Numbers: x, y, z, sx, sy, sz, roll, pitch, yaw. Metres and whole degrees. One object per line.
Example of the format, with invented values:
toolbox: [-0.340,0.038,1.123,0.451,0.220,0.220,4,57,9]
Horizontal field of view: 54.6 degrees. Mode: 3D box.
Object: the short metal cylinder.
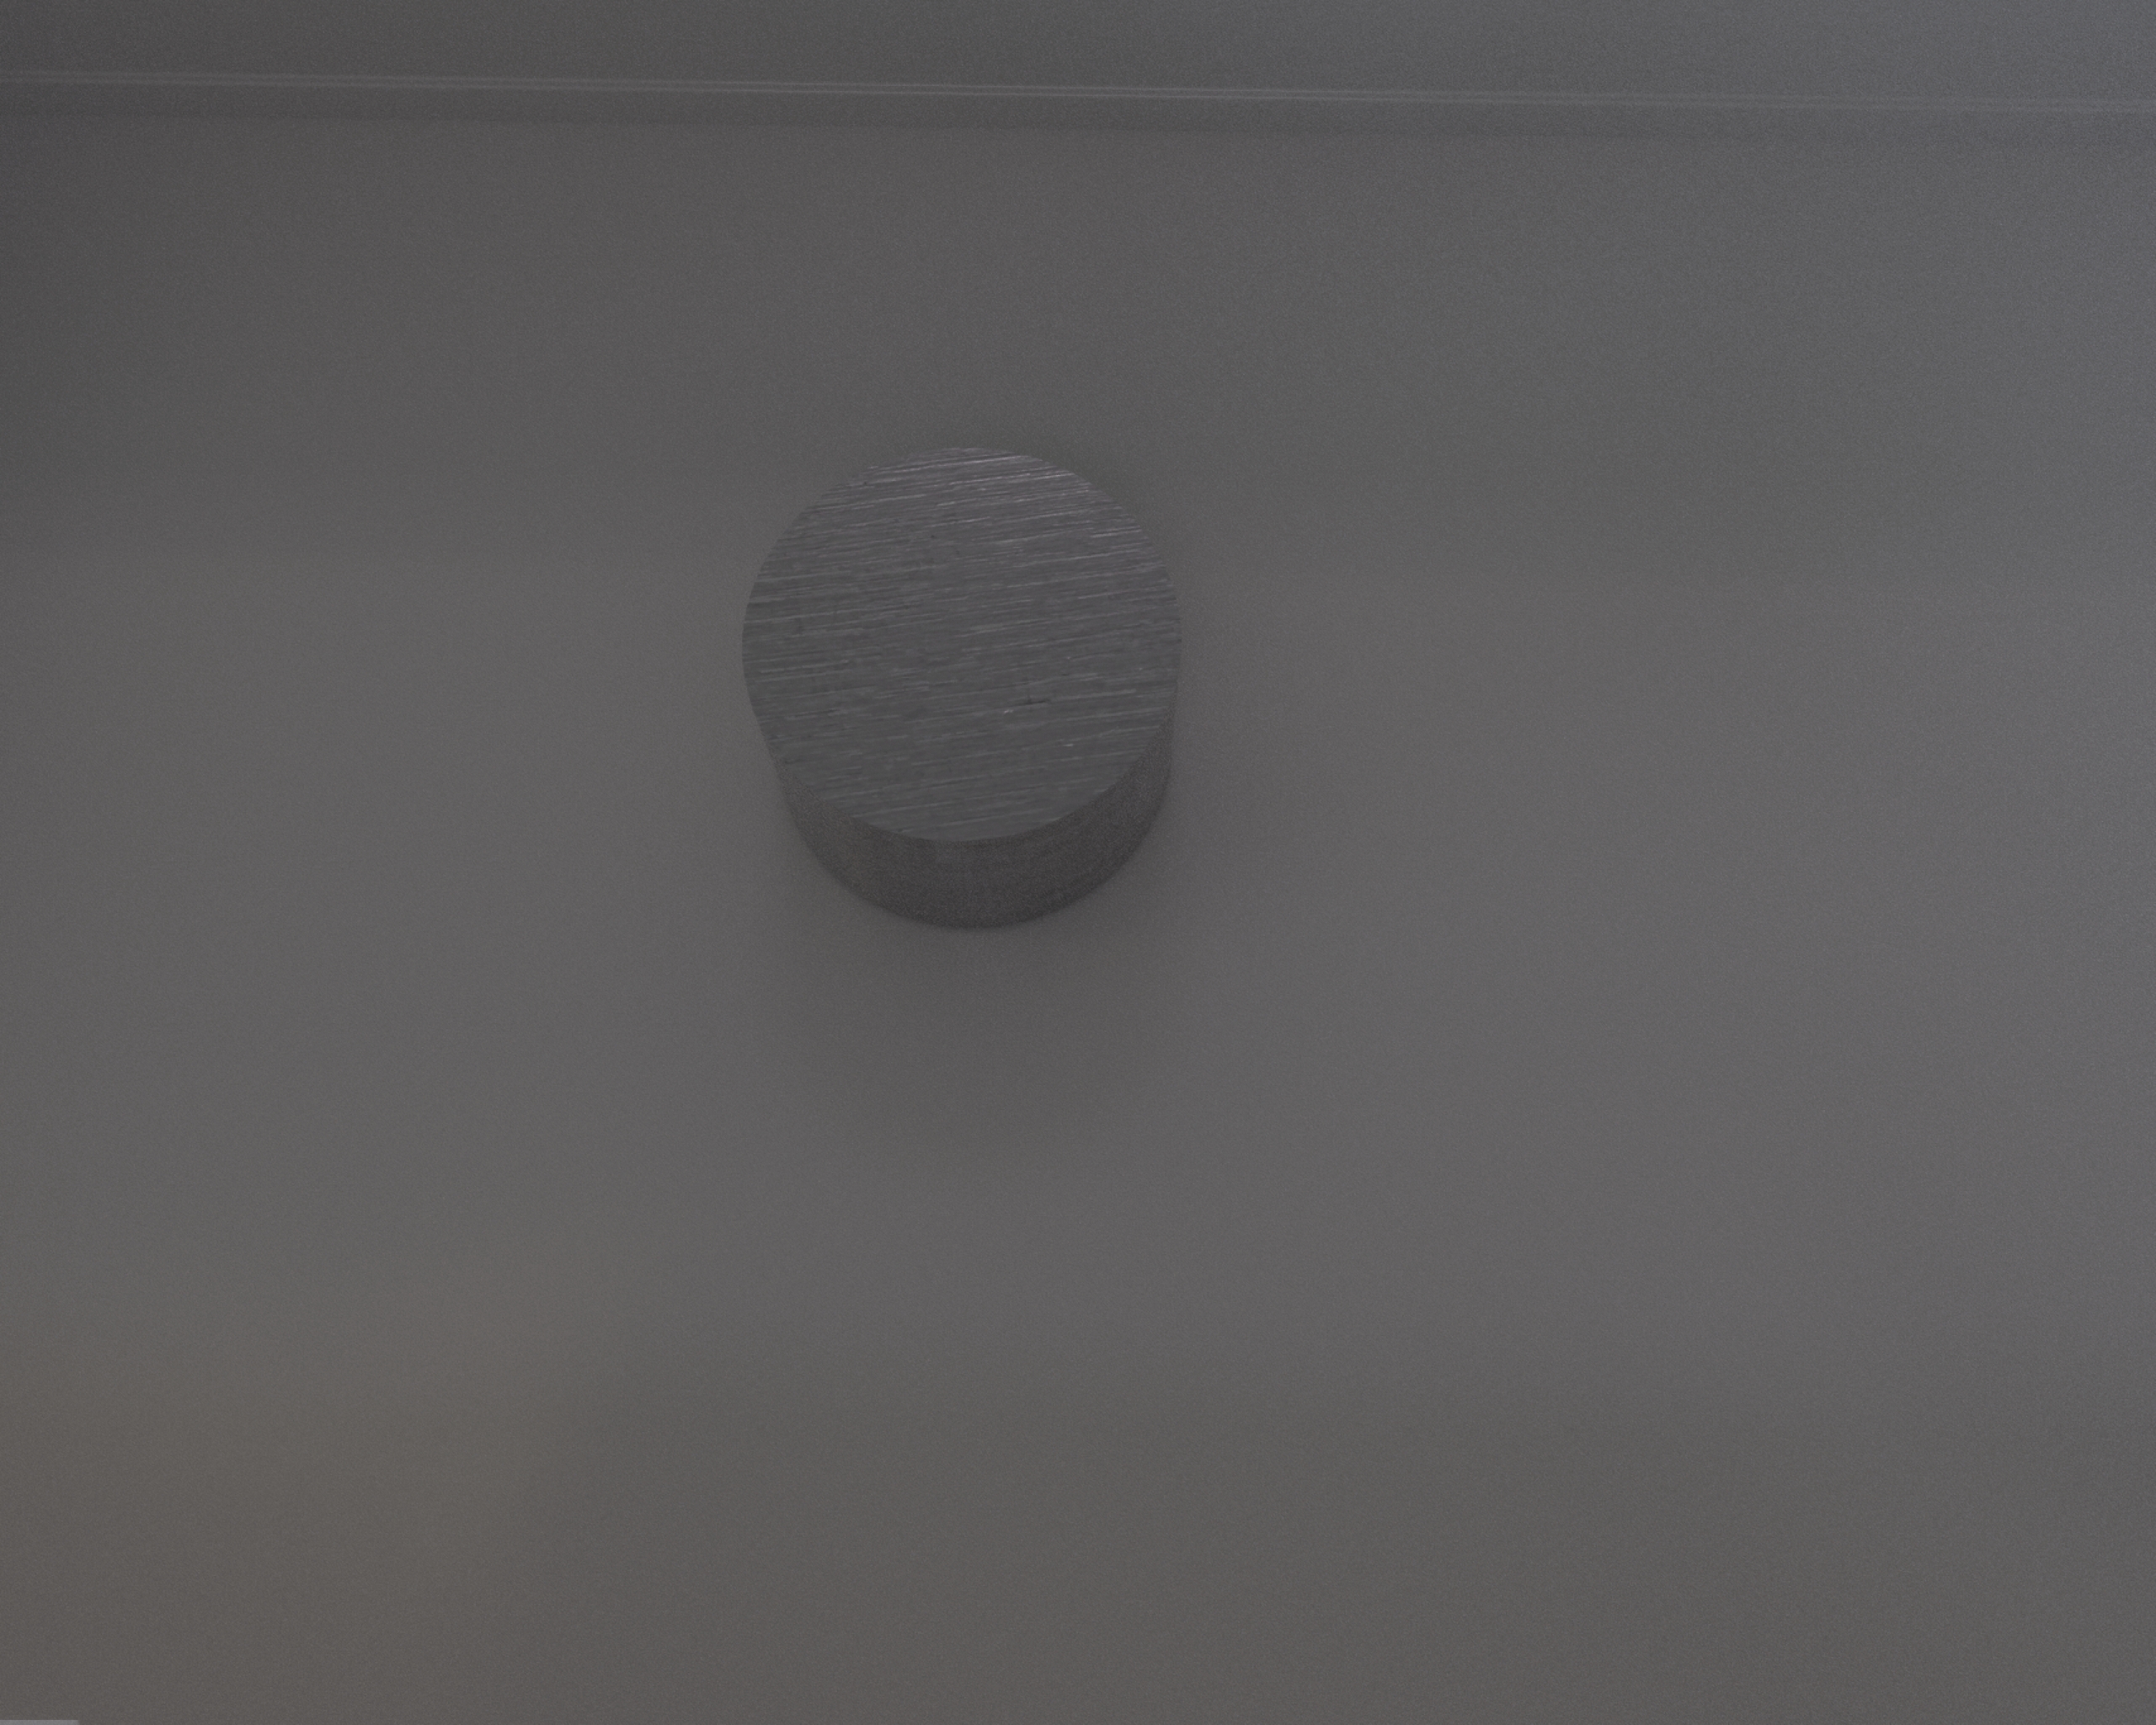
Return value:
short metal cylinder: [-0.021,-0.033,0.406,0.080,0.050,0.080,0,70,0]
